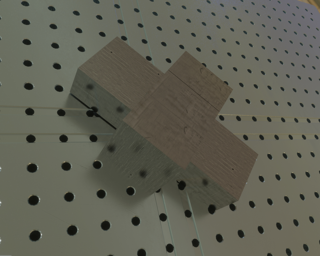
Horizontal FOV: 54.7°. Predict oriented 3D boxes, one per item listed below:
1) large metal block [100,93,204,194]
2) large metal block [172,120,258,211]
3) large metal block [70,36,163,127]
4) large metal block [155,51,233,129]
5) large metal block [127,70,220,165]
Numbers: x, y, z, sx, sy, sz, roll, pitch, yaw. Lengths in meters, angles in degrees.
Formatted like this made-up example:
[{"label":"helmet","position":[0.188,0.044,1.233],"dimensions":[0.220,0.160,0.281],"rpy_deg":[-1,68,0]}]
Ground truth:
[{"label":"large metal block","position":[-0.011,0.021,0.356],"dimensions":[0.080,0.080,0.050],"rpy_deg":[39,51,-2]},{"label":"large metal block","position":[0.070,0.046,0.403],"dimensions":[0.080,0.050,0.080],"rpy_deg":[39,52,-2]},{"label":"large metal block","position":[-0.053,-0.057,0.396],"dimensions":[0.080,0.050,0.080],"rpy_deg":[38,52,-3]},{"label":"large metal block","position":[0.036,-0.042,0.420],"dimensions":[0.080,0.080,0.050],"rpy_deg":[39,51,-2]},{"label":"large metal block","position":[0.012,-0.011,0.388],"dimensions":[0.080,0.080,0.050],"rpy_deg":[39,51,-2]}]
